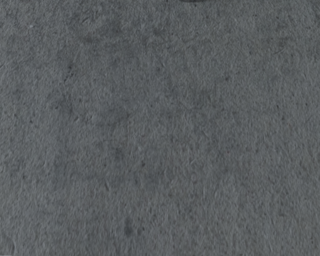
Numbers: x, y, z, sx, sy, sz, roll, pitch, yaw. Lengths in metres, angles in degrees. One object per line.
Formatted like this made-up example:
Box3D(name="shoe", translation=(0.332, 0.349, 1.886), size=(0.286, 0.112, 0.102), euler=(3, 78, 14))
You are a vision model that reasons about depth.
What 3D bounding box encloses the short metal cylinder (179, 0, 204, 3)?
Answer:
Box3D(name="short metal cylinder", translation=(0.050, -0.238, 0.466), size=(0.081, 0.080, 0.050), euler=(-1, 70, -1))
